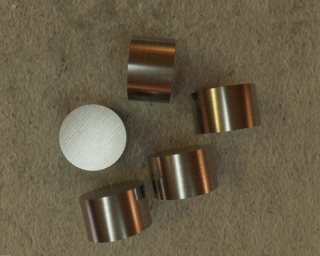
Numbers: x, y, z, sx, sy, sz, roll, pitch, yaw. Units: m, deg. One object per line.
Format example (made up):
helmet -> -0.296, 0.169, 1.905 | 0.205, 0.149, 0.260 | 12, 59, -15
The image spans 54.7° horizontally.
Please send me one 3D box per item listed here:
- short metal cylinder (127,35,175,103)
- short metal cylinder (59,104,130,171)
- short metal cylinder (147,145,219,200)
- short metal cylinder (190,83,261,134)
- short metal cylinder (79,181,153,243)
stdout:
short metal cylinder -> -0.010, -0.072, 0.382 | 0.050, 0.080, 0.079 | 5, 90, -1
short metal cylinder -> -0.081, 0.011, 0.396 | 0.081, 0.050, 0.079 | 0, 90, -1
short metal cylinder -> 0.028, 0.053, 0.383 | 0.080, 0.080, 0.050 | -11, 90, 0
short metal cylinder -> 0.080, -0.023, 0.384 | 0.081, 0.080, 0.050 | -9, 90, 0
short metal cylinder -> -0.054, 0.100, 0.382 | 0.080, 0.080, 0.050 | -12, 90, 0
